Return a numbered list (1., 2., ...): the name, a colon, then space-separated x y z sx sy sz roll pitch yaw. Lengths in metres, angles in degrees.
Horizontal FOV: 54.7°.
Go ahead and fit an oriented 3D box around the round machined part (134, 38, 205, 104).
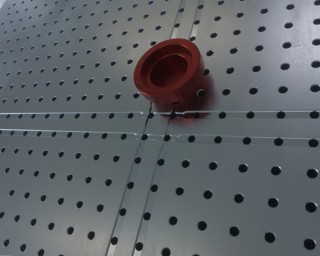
1. round machined part: 0.016 -0.074 0.435 0.098 0.042 0.098 -13 56 21
